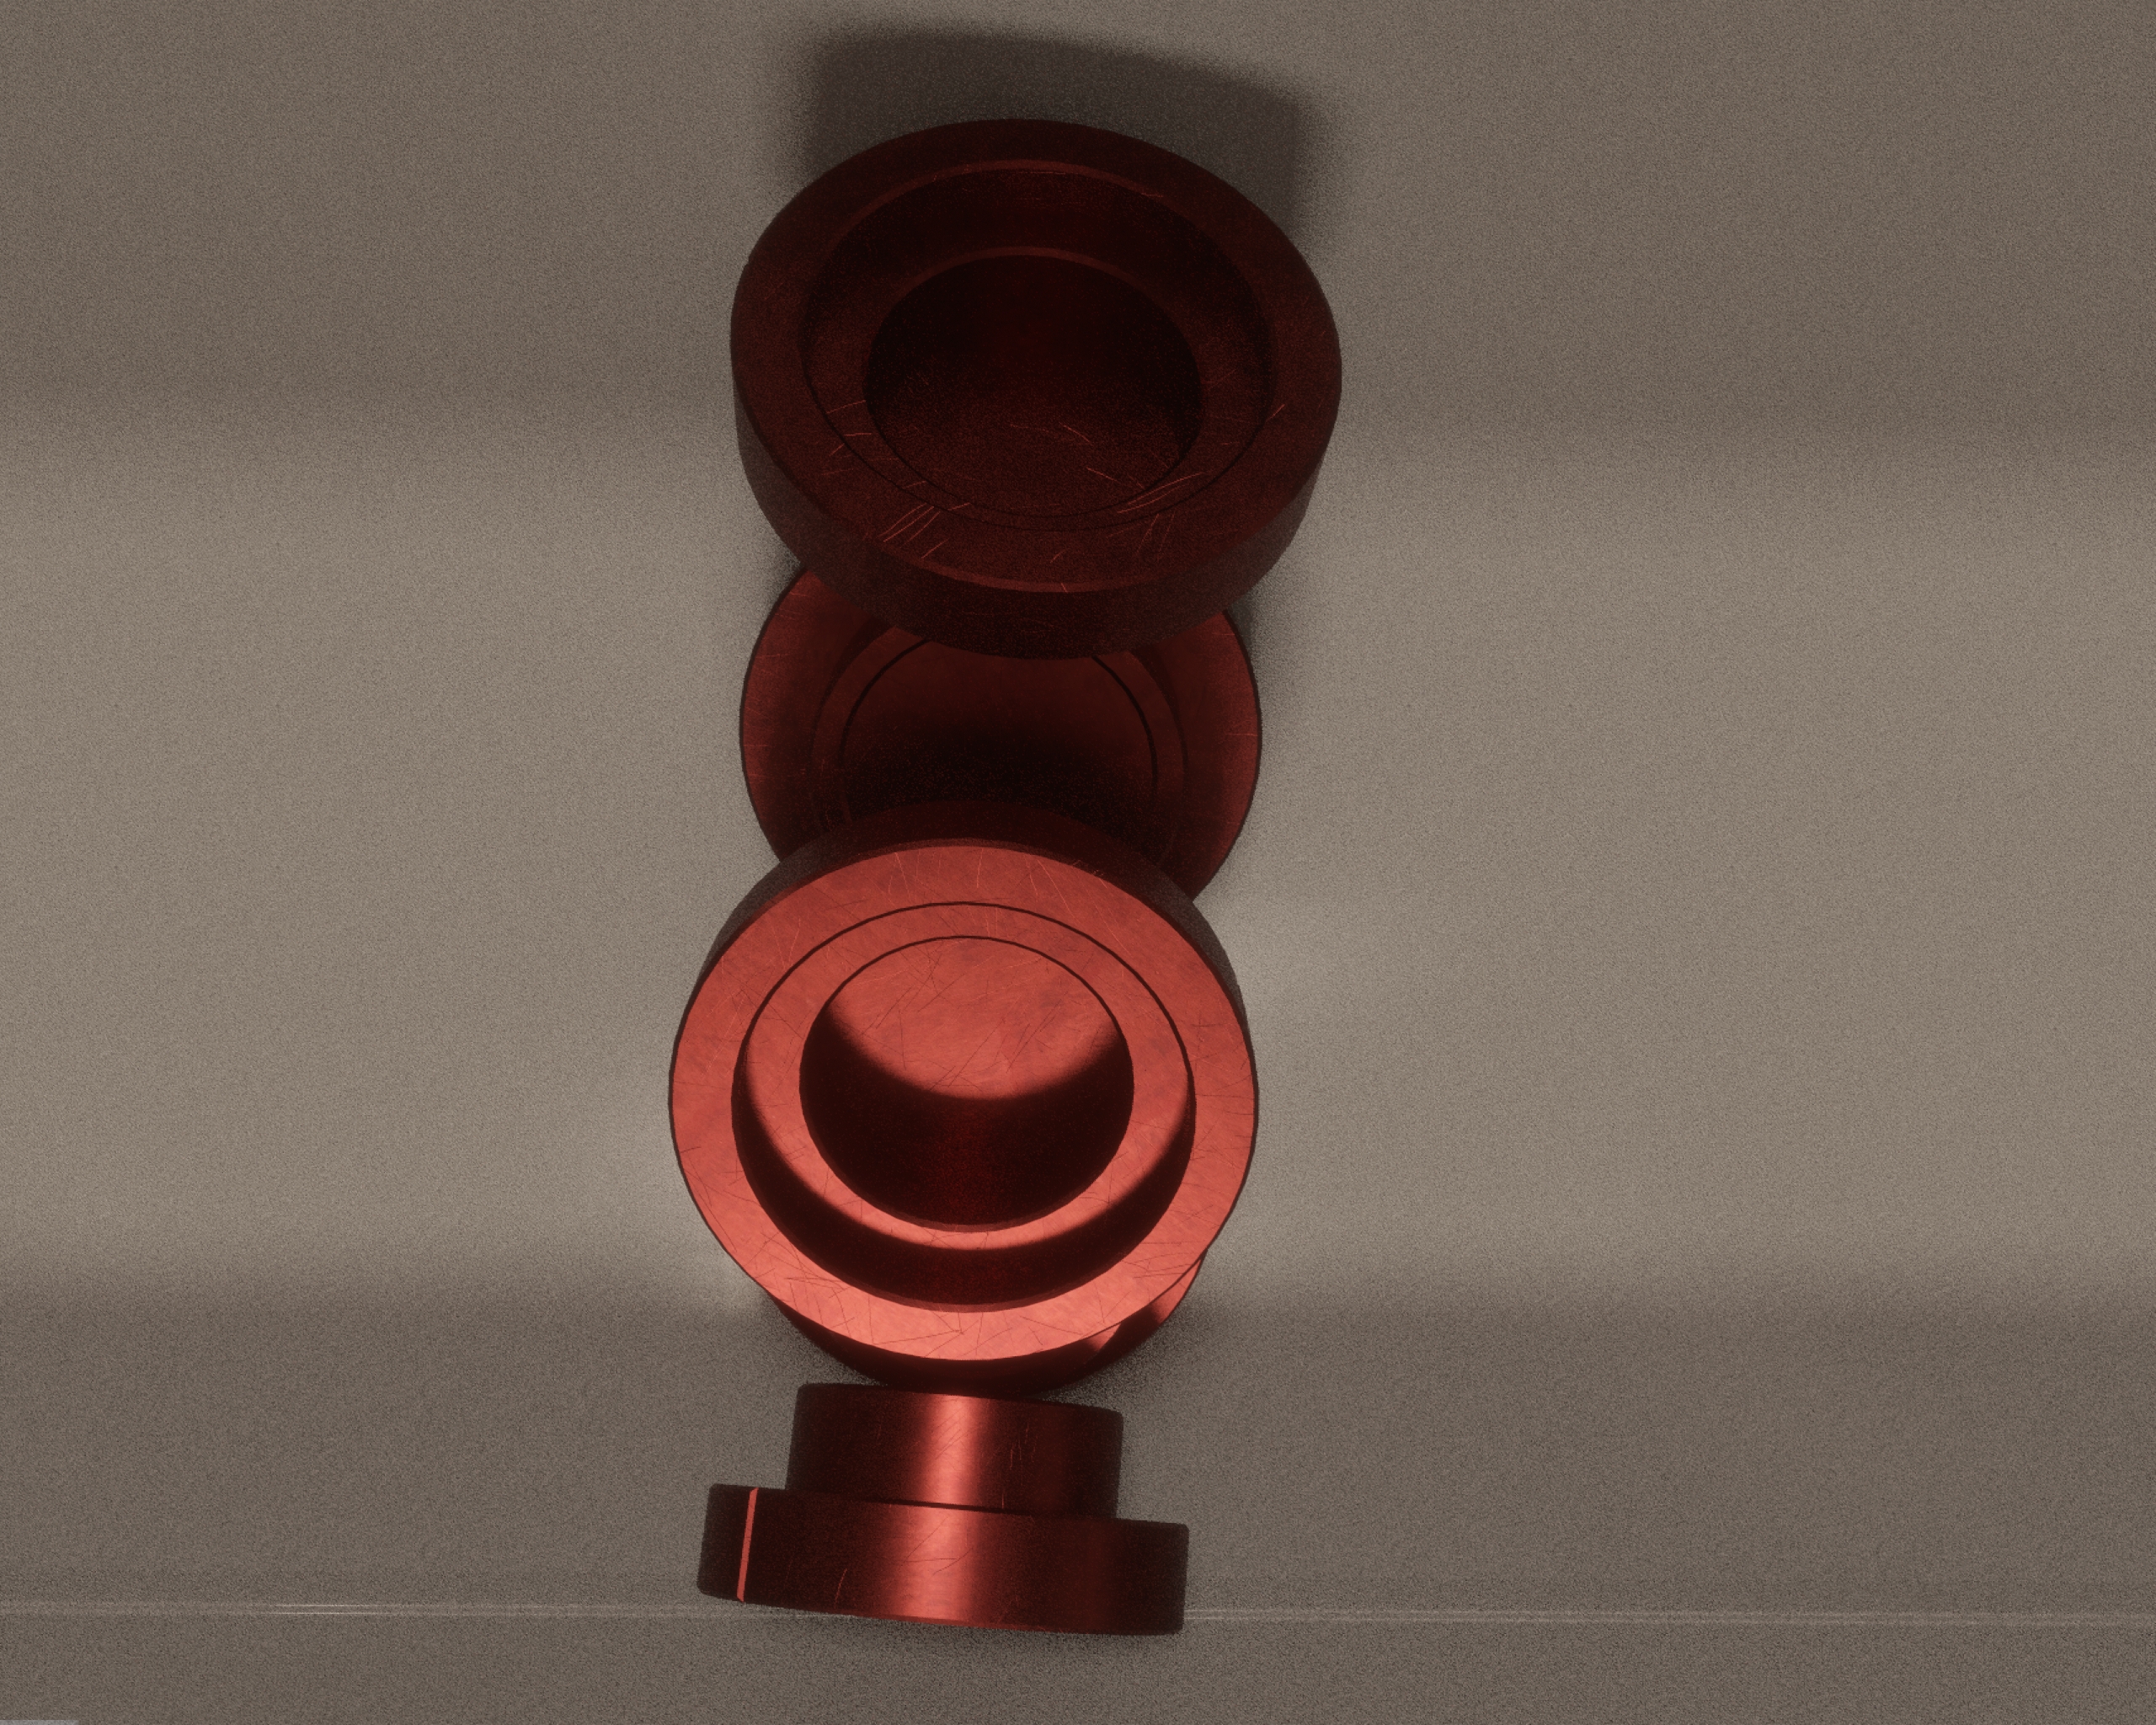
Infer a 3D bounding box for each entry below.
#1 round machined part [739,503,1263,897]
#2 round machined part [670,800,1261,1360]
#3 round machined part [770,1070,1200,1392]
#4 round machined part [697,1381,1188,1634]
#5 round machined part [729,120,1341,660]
[{"bbox_3d":[-0.014,-0.022,0.392,0.099,0.042,0.097,0,110,-1],"label":"round machined part"},{"bbox_3d":[-0.019,0.035,0.367,0.099,0.042,0.097,0,110,-1],"label":"round machined part"},{"bbox_3d":[-0.021,0.069,0.425,0.099,0.042,0.097,0,110,-1],"label":"round machined part"},{"bbox_3d":[-0.026,0.132,0.430,0.099,0.098,0.042,6,73,-3],"label":"round machined part"},{"bbox_3d":[-0.008,-0.075,0.353,0.099,0.098,0.042,7,152,-3],"label":"round machined part"}]
